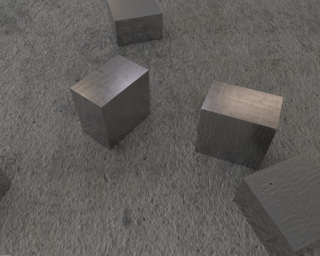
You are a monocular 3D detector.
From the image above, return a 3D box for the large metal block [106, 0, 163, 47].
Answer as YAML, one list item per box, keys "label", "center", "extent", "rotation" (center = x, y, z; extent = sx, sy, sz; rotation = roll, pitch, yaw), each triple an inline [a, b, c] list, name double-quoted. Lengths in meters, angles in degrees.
- label: "large metal block"
  center: [-0.046, -0.195, 0.550]
  extent: [0.081, 0.050, 0.080]
  rotation: [-13, 51, -11]

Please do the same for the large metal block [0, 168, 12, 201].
- label: "large metal block"
  center: [-0.224, 0.070, 0.326]
  extent: [0.080, 0.050, 0.080]
  rotation: [13, 51, 10]

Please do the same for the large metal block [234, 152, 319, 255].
- label: "large metal block"
  center: [0.137, 0.082, 0.319]
  extent: [0.081, 0.050, 0.080]
  rotation: [-19, 53, -15]

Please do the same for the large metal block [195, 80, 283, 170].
- label: "large metal block"
  center: [0.091, -0.002, 0.370]
  extent: [0.080, 0.080, 0.050]
  rotation: [16, 52, 13]

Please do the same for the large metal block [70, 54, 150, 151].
- label: "large metal block"
  center: [-0.058, -0.032, 0.394]
  extent: [0.050, 0.080, 0.080]
  rotation: [31, 57, 23]
